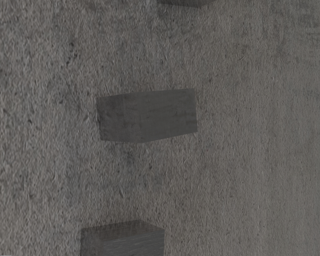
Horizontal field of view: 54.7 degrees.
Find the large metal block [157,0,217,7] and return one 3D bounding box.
[{"bbox_3d":[0.037,-0.214,0.419,0.081,0.050,0.079,-12,98,-39],"label":"large metal block"}]

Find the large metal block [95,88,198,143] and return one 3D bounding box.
[{"bbox_3d":[-0.016,-0.015,0.355,0.081,0.080,0.050,-10,97,-40],"label":"large metal block"}]

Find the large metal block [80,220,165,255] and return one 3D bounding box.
[{"bbox_3d":[-0.043,0.155,0.352,0.081,0.050,0.080,5,87,-40],"label":"large metal block"}]
